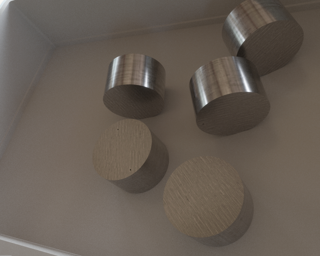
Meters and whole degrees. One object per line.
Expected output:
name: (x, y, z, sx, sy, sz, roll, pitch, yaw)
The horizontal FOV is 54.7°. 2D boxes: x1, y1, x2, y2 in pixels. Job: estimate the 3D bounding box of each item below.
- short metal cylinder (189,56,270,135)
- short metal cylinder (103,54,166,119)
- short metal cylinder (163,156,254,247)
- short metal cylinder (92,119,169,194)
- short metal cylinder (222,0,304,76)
short metal cylinder: (0.077, -0.034, 0.350, 0.080, 0.080, 0.050, -19, 55, 17)
short metal cylinder: (-0.033, -0.054, 0.420, 0.080, 0.080, 0.050, -11, 58, 22)
short metal cylinder: (0.050, 0.075, 0.316, 0.080, 0.050, 0.080, -13, 56, 20)
short metal cylinder: (-0.036, 0.035, 0.385, 0.080, 0.050, 0.080, -13, 56, 20)
short metal cylinder: (0.122, -0.109, 0.373, 0.080, 0.080, 0.050, -25, 53, 13)
